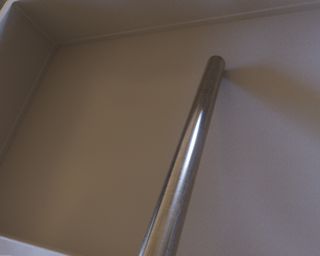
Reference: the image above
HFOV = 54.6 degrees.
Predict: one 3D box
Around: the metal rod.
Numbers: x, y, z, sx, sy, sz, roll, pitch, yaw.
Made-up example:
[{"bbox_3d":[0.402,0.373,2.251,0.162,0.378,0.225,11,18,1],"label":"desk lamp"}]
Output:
[{"bbox_3d":[0.035,0.004,0.310,0.025,0.025,0.301,-7,35,25],"label":"metal rod"}]
